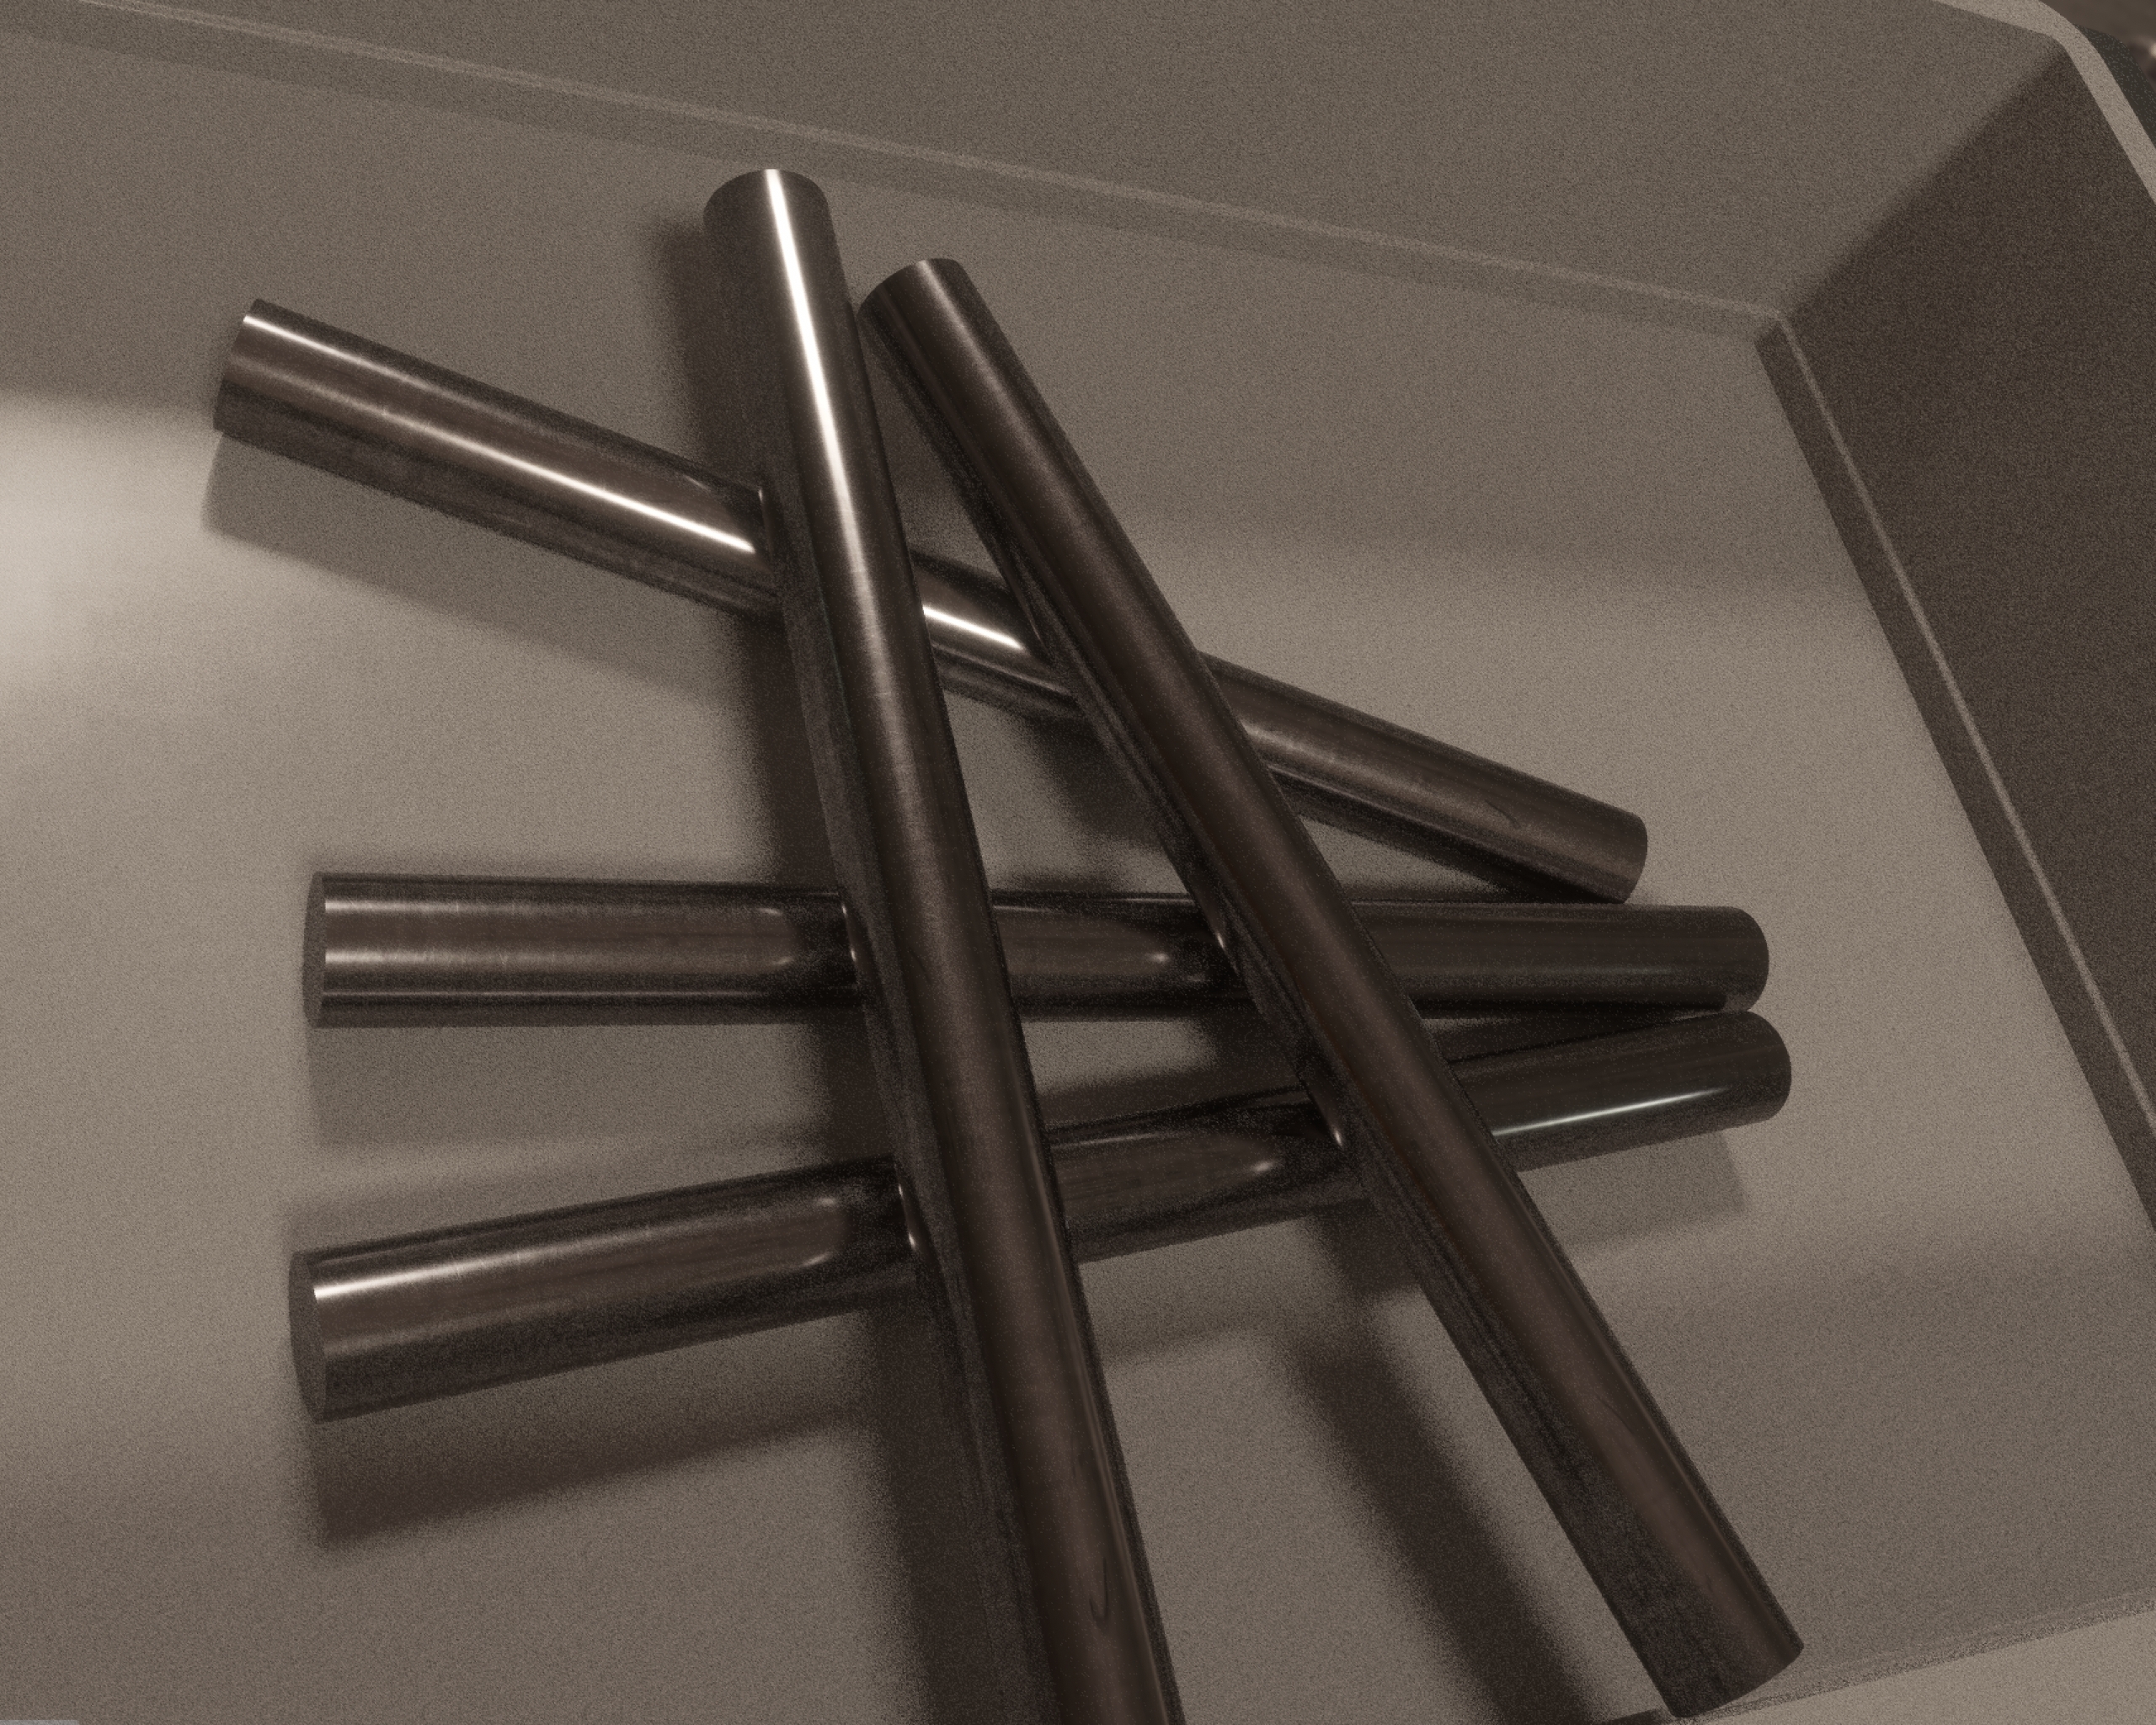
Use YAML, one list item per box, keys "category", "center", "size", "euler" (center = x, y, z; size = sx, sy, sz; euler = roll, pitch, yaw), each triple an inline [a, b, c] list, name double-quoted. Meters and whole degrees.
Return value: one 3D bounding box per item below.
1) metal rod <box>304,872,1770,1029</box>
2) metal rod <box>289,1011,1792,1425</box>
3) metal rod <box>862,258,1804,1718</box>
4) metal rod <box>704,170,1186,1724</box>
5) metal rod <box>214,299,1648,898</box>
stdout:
- category: "metal rod"
  center: [0.013, 0.018, 0.401]
  size: [0.303, 0.025, 0.025]
  euler: [2, 61, -28]
- category: "metal rod"
  center: [0.017, 0.057, 0.380]
  size: [0.303, 0.025, 0.025]
  euler: [-5, 65, -31]
- category: "metal rod"
  center: [0.038, 0.011, 0.387]
  size: [0.025, 0.025, 0.299]
  euler: [-19, 72, -36]
- category: "metal rod"
  center: [-0.028, 0.002, 0.355]
  size: [0.025, 0.025, 0.299]
  euler: [0, 62, -29]
- category: "metal rod"
  center: [-0.016, -0.045, 0.423]
  size: [0.302, 0.025, 0.025]
  euler: [18, 55, -18]
